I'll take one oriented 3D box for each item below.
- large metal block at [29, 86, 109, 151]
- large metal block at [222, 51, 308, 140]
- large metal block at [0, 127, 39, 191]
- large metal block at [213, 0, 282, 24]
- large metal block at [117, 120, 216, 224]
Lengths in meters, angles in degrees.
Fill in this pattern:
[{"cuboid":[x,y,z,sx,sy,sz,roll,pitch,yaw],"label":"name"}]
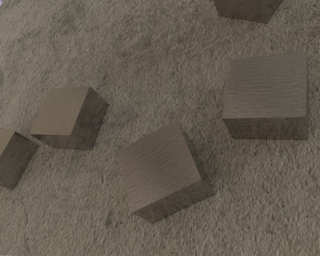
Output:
[{"cuboid":[-0.135,-0.014,0.467,0.080,0.050,0.080,1,62,28],"label":"large metal block"},{"cuboid":[0.120,-0.034,0.345,0.080,0.050,0.080,0,61,28],"label":"large metal block"},{"cuboid":[-0.256,0.045,0.495,0.080,0.050,0.080,10,67,32],"label":"large metal block"},{"cuboid":[0.117,-0.197,0.428,0.080,0.080,0.050,25,76,37],"label":"large metal block"},{"cuboid":[0.005,0.050,0.354,0.080,0.050,0.080,-28,52,10],"label":"large metal block"}]
